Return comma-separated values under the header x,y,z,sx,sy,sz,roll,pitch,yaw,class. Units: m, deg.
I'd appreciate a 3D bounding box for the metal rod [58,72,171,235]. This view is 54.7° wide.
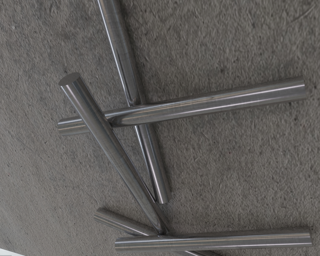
x,y,z,sx,sy,sz,roll,pitch,yaw,class
-0.045,0.056,0.417,0.025,0.025,0.299,-1,133,29,metal rod

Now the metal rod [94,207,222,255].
x,y,z,sx,sy,sz,roll,pitch,yaw,class
0.024,0.195,0.514,0.301,0.025,0.025,16,125,19,metal rod

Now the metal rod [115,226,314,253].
x,y,z,sx,sy,sz,roll,pitch,yaw,class
0.061,0.168,0.459,0.300,0.025,0.025,-13,112,27,metal rod

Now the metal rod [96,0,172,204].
x,y,z,sx,sy,sz,roll,pitch,yaw,class
-0.028,-0.025,0.406,0.025,0.025,0.298,0,119,28,metal rod

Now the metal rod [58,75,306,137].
x,y,z,sx,sy,sz,roll,pitch,yaw,class
0.006,-0.020,0.365,0.301,0.025,0.025,-8,115,23,metal rod
